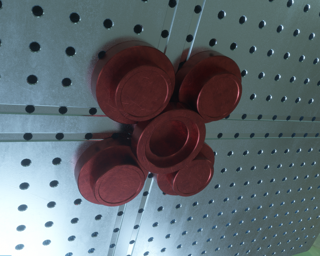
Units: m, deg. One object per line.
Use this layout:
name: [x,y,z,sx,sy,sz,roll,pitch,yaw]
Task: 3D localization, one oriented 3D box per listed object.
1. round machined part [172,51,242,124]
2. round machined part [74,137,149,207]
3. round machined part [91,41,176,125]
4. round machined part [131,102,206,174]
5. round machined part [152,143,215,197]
round machined part: [0.068,-0.048,0.409,0.099,0.042,0.097,-14,125,-21]
round machined part: [-0.059,0.065,0.410,0.099,0.042,0.097,-14,125,-21]
round machined part: [-0.025,-0.046,0.358,0.099,0.042,0.097,-14,125,-21]
round machined part: [0.008,0.009,0.410,0.099,0.042,0.097,-14,125,-21]
round machined part: [0.041,0.063,0.463,0.099,0.042,0.097,-14,125,-21]
